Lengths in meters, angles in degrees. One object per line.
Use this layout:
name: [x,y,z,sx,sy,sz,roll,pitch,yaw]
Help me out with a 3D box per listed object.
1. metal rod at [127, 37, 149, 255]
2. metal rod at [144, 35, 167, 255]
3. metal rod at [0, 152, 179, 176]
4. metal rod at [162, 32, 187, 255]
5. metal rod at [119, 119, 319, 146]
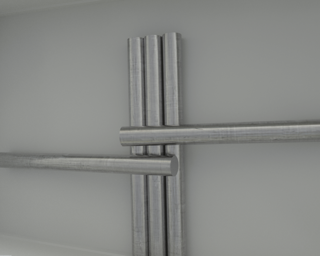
metal rod: [-0.028,0.030,0.418,0.025,0.025,0.298,-2,89,19]
metal rod: [-0.005,0.029,0.410,0.025,0.025,0.298,-2,89,19]
metal rod: [-0.119,0.048,0.432,0.301,0.025,0.025,-1,90,25]
metal rod: [0.019,0.028,0.402,0.025,0.025,0.298,-2,89,19]
metal rod: [0.100,0.005,0.355,0.301,0.025,0.025,-2,89,13]
